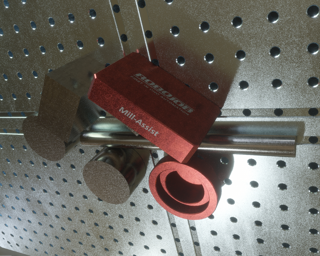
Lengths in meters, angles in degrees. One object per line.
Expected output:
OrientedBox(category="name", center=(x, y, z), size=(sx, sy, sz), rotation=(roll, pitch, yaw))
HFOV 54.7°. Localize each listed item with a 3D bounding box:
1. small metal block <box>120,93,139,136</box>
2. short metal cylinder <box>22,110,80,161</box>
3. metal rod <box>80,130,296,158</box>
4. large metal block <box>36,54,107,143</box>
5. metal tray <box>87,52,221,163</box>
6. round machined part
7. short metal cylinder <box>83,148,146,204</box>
OrientedBox(category="small metal block", center=(-0.030, -0.025, 0.412), size=(0.050, 0.025, 0.050), rotation=(43, 129, -2))
OrientedBox(category="short metal cylinder", center=(-0.164, 0.005, 0.484), size=(0.080, 0.050, 0.079), rotation=(13, 124, 21))
OrientedBox(category="metal rod", center=(0.017, 0.018, 0.413), size=(0.300, 0.025, 0.025), rotation=(1, 119, 27))
OrientedBox(category="large metal block", center=(-0.109, -0.040, 0.409), size=(0.050, 0.080, 0.079), rotation=(33, 129, 6))
OrientedBox(category="metal tray", center=(-0.003, -0.028, 0.353), size=(0.130, 0.090, 0.030), rotation=(35, 129, 5))
OrientedBox(category="round machined part", center=(0.037, 0.075, 0.427), size=(0.098, 0.042, 0.097), rotation=(13, 124, 21))
OrientedBox(category="short metal cylinder", center=(-0.069, 0.069, 0.474), size=(0.080, 0.050, 0.079), rotation=(13, 124, 21))
